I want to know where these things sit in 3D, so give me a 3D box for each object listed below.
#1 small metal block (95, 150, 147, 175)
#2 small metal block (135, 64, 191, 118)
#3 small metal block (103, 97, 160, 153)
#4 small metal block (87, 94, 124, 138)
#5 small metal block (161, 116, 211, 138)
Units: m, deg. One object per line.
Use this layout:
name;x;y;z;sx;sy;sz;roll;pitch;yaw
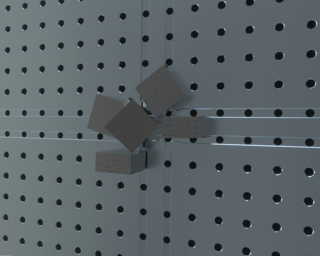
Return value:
small metal block;-0.051;0.045;0.416;0.050;0.050;0.025;2;91;19
small metal block;0.004;-0.047;0.411;0.050;0.025;0.050;-36;79;16
small metal block;-0.038;-0.004;0.407;0.050;0.025;0.050;-45;108;-3
small metal block;-0.068;-0.016;0.436;0.050;0.025;0.050;19;96;18
small metal block;0.034;-0.001;0.387;0.050;0.050;0.025;-1;90;19
